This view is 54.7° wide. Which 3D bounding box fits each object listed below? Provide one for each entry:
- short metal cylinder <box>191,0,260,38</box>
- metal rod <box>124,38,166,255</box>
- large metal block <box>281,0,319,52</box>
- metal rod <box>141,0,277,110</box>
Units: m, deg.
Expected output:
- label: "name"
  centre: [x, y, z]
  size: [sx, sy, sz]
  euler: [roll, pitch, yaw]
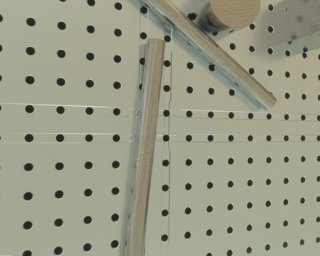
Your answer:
- label: "short metal cylinder"
  centre: [0.092, -0.172, 0.434]
  size: [0.081, 0.050, 0.079]
  euler: [0, 90, -20]
- label: "metal rod"
  centre: [-0.020, 0.033, 0.406]
  size: [0.025, 0.025, 0.298]
  euler: [7, 88, -20]
- label: "large metal block"
  centre: [0.240, -0.170, 0.474]
  size: [0.050, 0.080, 0.080]
  euler: [11, 86, -20]
- label: "metal rod"
  centre: [0.054, -0.124, 0.433]
  size: [0.301, 0.025, 0.025]
  euler: [37, 78, -17]
